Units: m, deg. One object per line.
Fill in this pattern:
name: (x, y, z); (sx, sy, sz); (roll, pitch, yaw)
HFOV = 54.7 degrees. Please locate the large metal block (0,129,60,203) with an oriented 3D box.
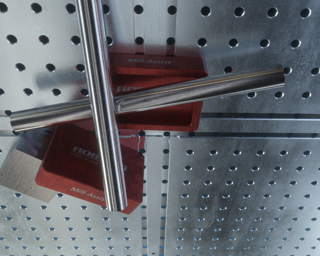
large metal block: (-0.172, 0.052, 0.437); (0.080, 0.050, 0.080); (31, 124, -24)

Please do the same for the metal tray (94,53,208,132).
metal tray: (-0.015, -0.040, 0.373); (0.131, 0.030, 0.089); (2, 130, -3)

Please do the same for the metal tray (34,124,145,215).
metal tray: (-0.086, 0.052, 0.412); (0.131, 0.090, 0.030); (25, 126, -20)

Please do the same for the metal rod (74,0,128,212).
metal rod: (-0.061, -0.046, 0.312); (0.025, 0.025, 0.298); (-3, 112, 2)

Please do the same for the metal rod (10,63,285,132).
metal rod: (-0.020, -0.031, 0.344); (0.301, 0.025, 0.025); (-9, 130, 7)
